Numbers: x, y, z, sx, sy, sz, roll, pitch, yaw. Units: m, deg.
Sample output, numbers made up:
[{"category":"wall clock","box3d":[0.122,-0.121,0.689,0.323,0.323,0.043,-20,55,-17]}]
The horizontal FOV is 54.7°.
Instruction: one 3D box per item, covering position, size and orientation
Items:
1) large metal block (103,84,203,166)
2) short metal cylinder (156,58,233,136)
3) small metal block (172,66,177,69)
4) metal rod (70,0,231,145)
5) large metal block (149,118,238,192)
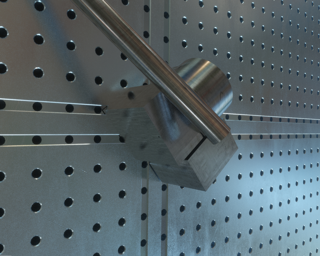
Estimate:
[{"category":"large metal block","box3d":[-0.009,-0.005,0.369,0.050,0.080,0.080,-45,118,-31]},{"category":"short metal cylinder","box3d":[0.040,-0.037,0.375,0.050,0.080,0.080,-44,117,-31]},{"category":"small metal block","box3d":[0.017,-0.049,0.426,0.050,0.025,0.050,-49,120,-29]},{"category":"metal rod","box3d":[-0.041,-0.096,0.308,0.300,0.025,0.025,45,61,-7]},{"category":"large metal block","box3d":[0.041,0.031,0.408,0.080,0.080,0.050,-45,118,-31]}]
